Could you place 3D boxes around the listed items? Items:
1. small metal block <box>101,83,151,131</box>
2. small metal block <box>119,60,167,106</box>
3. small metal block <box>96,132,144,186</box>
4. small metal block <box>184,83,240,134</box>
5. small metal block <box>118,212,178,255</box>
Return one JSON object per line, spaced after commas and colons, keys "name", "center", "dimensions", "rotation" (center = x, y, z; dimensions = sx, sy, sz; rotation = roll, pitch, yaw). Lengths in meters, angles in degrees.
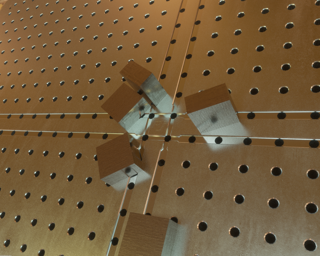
{"name": "small metal block", "center": [-0.051, -0.032, 0.456], "dimensions": [0.050, 0.025, 0.050], "rotation": [-47, 51, -5]}
{"name": "small metal block", "center": [-0.024, -0.064, 0.445], "dimensions": [0.025, 0.050, 0.050], "rotation": [-48, 51, -5]}
{"name": "small metal block", "center": [-0.054, 0.041, 0.413], "dimensions": [0.050, 0.025, 0.050], "rotation": [-26, 53, 12]}
{"name": "small metal block", "center": [0.063, -0.022, 0.373], "dimensions": [0.050, 0.050, 0.025], "rotation": [-18, 55, 18]}
{"name": "small metal block", "center": [-0.013, 0.124, 0.340], "dimensions": [0.050, 0.025, 0.050], "rotation": [1, 62, 29]}
